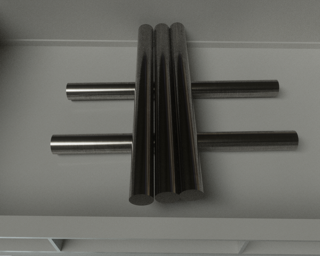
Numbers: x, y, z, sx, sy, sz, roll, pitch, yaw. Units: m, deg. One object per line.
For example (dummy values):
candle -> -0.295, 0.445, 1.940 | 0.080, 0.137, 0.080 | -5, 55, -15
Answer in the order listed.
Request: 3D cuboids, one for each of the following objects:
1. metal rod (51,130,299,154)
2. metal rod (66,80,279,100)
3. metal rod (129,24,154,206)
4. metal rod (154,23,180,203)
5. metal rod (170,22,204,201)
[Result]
metal rod -> 0.019, 0.018, 0.389 | 0.302, 0.025, 0.025 | -1, 50, -1
metal rod -> 0.019, -0.056, 0.450 | 0.302, 0.025, 0.025 | -1, 50, -1
metal rod -> -0.021, -0.043, 0.405 | 0.025, 0.025, 0.300 | -1, 50, -1
metal rod -> 0.005, -0.045, 0.407 | 0.025, 0.025, 0.300 | -1, 50, -1
metal rod -> 0.030, -0.047, 0.409 | 0.025, 0.025, 0.300 | -1, 50, -1
